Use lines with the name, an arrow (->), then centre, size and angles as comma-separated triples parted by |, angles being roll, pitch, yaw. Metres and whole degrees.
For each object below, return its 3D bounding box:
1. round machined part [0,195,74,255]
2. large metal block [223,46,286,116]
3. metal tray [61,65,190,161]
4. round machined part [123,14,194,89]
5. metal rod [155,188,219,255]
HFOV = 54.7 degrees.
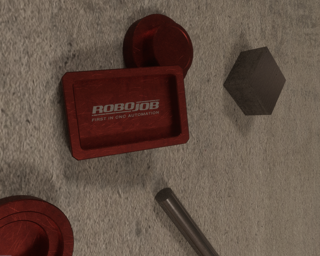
round machined part -> -0.134, 0.110, 0.283 | 0.099, 0.042, 0.097 | 0, 90, -40
large metal block -> 0.163, -0.078, 0.528 | 0.080, 0.050, 0.080 | 46, 63, -31
metal tray -> -0.036, -0.020, 0.343 | 0.131, 0.030, 0.089 | -8, 96, -19
round machined part -> 0.005, -0.098, 0.400 | 0.099, 0.042, 0.097 | 0, 90, -40
metal rod -> 0.079, 0.202, 0.474 | 0.025, 0.025, 0.299 | -49, 119, -29
